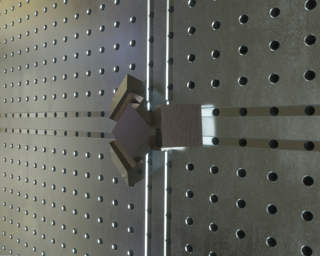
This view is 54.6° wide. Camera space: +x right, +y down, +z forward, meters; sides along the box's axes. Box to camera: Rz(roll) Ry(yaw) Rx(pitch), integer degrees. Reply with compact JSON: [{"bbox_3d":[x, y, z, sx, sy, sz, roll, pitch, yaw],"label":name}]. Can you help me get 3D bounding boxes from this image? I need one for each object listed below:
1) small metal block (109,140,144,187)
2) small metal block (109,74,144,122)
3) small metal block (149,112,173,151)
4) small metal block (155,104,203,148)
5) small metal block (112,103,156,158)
[{"bbox_3d":[-0.046,0.046,0.432,0.050,0.025,0.050,53,158,27],"label":"small metal block"},{"bbox_3d":[-0.047,-0.040,0.433,0.050,0.025,0.050,-54,23,26],"label":"small metal block"},{"bbox_3d":[-0.010,0.003,0.419,0.050,0.025,0.050,2,94,40],"label":"small metal block"},{"bbox_3d":[0.022,-0.002,0.372,0.025,0.050,0.050,172,96,-72],"label":"small metal block"},{"bbox_3d":[-0.029,0.003,0.402,0.050,0.025,0.050,49,118,28],"label":"small metal block"}]
